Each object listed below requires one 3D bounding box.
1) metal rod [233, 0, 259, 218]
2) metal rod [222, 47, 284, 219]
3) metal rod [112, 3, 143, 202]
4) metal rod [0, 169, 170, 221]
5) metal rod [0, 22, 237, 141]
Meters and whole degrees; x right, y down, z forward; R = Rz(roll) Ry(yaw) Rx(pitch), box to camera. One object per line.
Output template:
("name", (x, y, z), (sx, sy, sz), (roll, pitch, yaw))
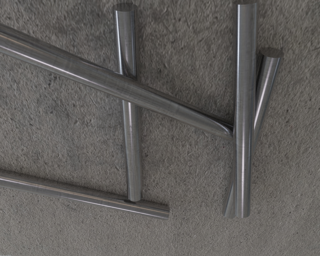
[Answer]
("metal rod", (0.103, 0.001, 0.383), (0.025, 0.025, 0.298), (-6, 123, 5))
("metal rod", (0.121, 0.031, 0.434), (0.025, 0.025, 0.298), (0, 130, -1))
("metal rod", (-0.037, -0.006, 0.401), (0.025, 0.025, 0.298), (1, 130, -1))
("metal rod", (-0.129, 0.107, 0.496), (0.302, 0.025, 0.025), (15, 128, -13))
("metal rod", (-0.029, -0.039, 0.339), (0.302, 0.025, 0.025), (20, 128, -29))
